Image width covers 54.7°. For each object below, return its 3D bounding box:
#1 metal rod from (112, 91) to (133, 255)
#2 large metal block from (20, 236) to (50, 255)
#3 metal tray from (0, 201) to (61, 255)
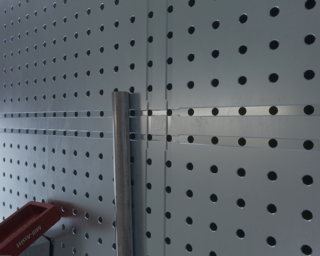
[{"bbox_3d":[-0.054,0.097,0.454,0.025,0.025,0.298,-3,88,40],"label":"metal rod"},{"bbox_3d":[-0.260,0.255,0.586,0.050,0.081,0.079,7,95,45],"label":"large metal block"},{"bbox_3d":[-0.256,0.186,0.552,0.090,0.131,0.030,-4,115,40],"label":"metal tray"}]
